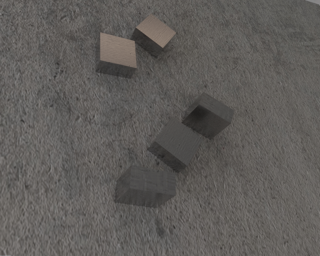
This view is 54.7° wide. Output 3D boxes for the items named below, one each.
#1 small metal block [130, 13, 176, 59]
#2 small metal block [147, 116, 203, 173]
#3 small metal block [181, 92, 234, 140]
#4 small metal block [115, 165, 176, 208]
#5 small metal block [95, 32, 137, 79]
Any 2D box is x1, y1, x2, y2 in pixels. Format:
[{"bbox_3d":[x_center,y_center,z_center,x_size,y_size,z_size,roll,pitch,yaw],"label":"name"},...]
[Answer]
[{"bbox_3d":[-0.010,-0.145,0.486,0.050,0.025,0.050,37,51,-4],"label":"small metal block"},{"bbox_3d":[0.020,0.021,0.401,0.050,0.025,0.050,38,51,-3],"label":"small metal block"},{"bbox_3d":[0.066,-0.016,0.433,0.050,0.050,0.025,30,52,-9],"label":"small metal block"},{"bbox_3d":[-0.017,0.066,0.338,0.050,0.050,0.025,14,56,-21],"label":"small metal block"},{"bbox_3d":[-0.062,-0.100,0.431,0.050,0.025,0.050,8,58,-24],"label":"small metal block"}]
